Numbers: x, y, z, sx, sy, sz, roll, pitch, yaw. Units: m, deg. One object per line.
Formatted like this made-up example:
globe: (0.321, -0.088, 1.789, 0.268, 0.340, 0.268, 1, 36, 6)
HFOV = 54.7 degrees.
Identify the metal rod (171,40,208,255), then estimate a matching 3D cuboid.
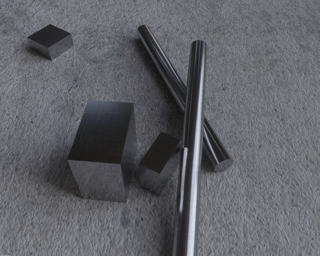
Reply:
metal rod: (0.039, 0.008, 0.370, 0.025, 0.025, 0.300, 5, 58, 4)

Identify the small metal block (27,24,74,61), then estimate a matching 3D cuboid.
small metal block: (-0.184, -0.146, 0.523, 0.050, 0.025, 0.050, 28, 55, 21)

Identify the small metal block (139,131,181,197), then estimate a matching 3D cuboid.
small metal block: (0.001, 0.041, 0.352, 0.025, 0.050, 0.050, 22, 54, 18)

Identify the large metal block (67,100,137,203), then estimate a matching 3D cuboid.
large metal block: (-0.058, 0.027, 0.344, 0.050, 0.080, 0.080, 4, 50, 3)

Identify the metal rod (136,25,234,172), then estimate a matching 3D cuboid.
metal rod: (0.023, -0.063, 0.456, 0.025, 0.025, 0.300, -16, 52, -13)
